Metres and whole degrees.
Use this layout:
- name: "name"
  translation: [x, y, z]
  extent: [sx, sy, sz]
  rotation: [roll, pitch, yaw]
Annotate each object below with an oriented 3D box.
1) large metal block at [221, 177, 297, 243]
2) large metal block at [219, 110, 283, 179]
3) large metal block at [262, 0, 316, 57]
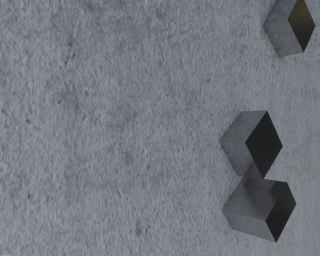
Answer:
- name: "large metal block"
  translation: [0.162, 0.129, 0.509]
  extent: [0.080, 0.080, 0.050]
  rotation: [-46, 118, -31]
- name: "large metal block"
  translation: [0.155, 0.027, 0.522]
  extent: [0.080, 0.050, 0.080]
  rotation: [-47, 119, -30]
- name: "large metal block"
  translation: [0.253, -0.199, 0.604]
  extent: [0.080, 0.050, 0.080]
  rotation: [47, 62, -30]
